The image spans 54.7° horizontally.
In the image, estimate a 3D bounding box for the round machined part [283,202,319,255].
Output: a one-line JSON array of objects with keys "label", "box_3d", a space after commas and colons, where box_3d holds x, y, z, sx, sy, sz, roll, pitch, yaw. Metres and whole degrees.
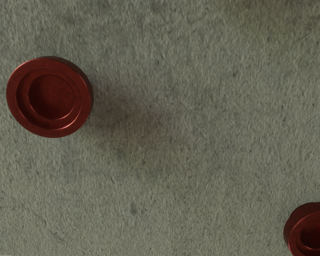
[{"label": "round machined part", "box_3d": [0.232, 0.150, 0.460, 0.099, 0.042, 0.097, 0, 110, -1]}]

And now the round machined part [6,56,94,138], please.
[{"label": "round machined part", "box_3d": [-0.132, -0.040, 0.384, 0.099, 0.042, 0.097, 0, 110, -1]}]
